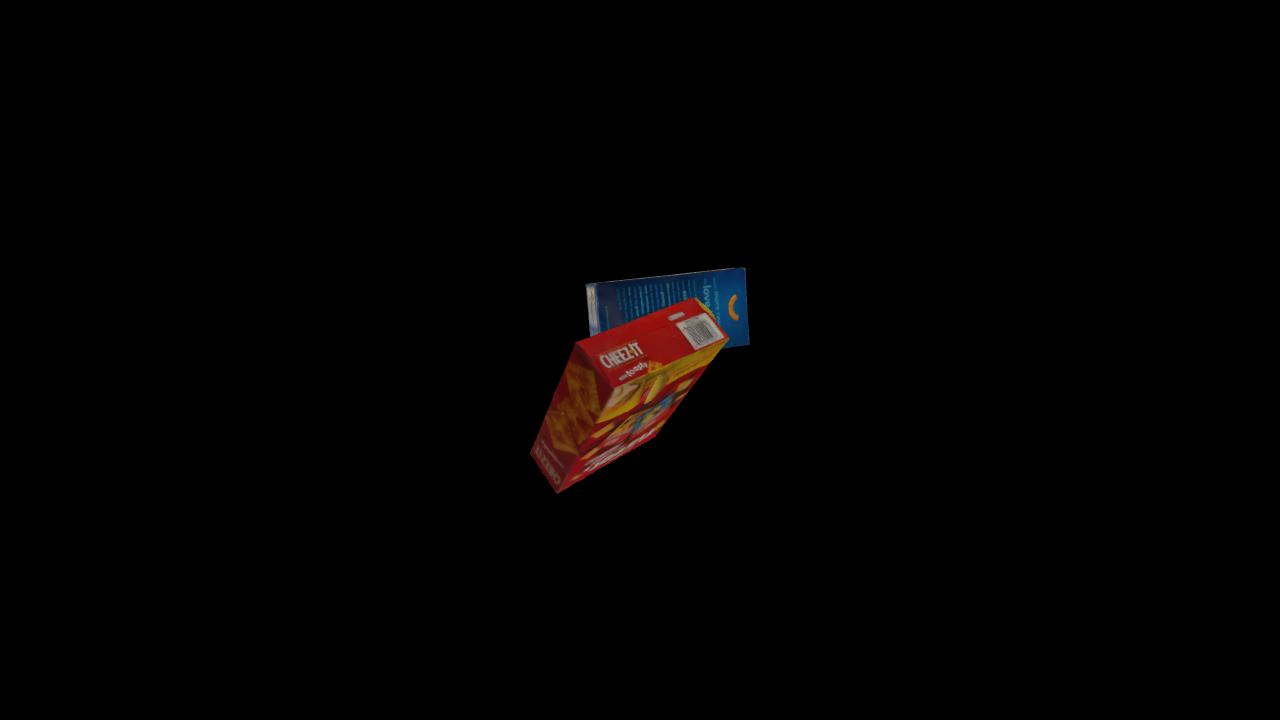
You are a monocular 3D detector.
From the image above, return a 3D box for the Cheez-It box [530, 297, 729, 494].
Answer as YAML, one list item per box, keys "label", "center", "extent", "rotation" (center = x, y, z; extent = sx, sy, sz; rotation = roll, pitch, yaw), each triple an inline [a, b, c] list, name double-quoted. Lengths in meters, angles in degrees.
- label: "Cheez-It box"
  center: [-0.019, 0.043, 0.690]
  extent: [0.166, 0.071, 0.223]
  rotation: [-24, -24, -36]

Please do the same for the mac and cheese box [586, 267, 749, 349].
- label: "mac and cheese box"
  center: [0.034, -0.051, 0.694]
  extent: [0.184, 0.093, 0.041]
  rotation: [-8, 9, -21]

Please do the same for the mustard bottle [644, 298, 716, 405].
- label: "mustard bottle"
  center: [0.038, -0.024, 0.684]
  extent: [0.184, 0.054, 0.092]
  rotation: [-45, -3, -40]
